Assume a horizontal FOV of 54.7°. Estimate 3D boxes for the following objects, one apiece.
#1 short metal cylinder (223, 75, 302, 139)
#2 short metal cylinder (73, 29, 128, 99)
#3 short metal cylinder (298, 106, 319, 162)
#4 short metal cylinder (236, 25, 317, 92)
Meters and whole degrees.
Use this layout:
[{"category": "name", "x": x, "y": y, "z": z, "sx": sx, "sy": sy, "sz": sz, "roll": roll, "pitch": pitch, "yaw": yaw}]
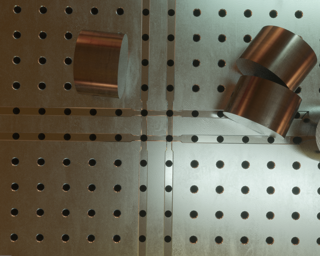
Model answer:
[{"category": "short metal cylinder", "x": 0.127, "y": -0.025, "z": 0.387, "sx": 0.080, "sy": 0.080, "sz": 0.050, "roll": 25, "pitch": 90, "yaw": 0}, {"category": "short metal cylinder", "x": -0.071, "y": -0.079, "z": 0.385, "sx": 0.050, "sy": 0.080, "sz": 0.080, "roll": 6, "pitch": 90, "yaw": 0}, {"category": "short metal cylinder", "x": 0.230, "y": 0.009, "z": 0.403, "sx": 0.081, "sy": 0.050, "sz": 0.079, "roll": 0, "pitch": 90, "yaw": 0}, {"category": "short metal cylinder", "x": 0.144, "y": -0.081, "z": 0.387, "sx": 0.080, "sy": 0.080, "sz": 0.050, "roll": 38, "pitch": 90, "yaw": 0}]
